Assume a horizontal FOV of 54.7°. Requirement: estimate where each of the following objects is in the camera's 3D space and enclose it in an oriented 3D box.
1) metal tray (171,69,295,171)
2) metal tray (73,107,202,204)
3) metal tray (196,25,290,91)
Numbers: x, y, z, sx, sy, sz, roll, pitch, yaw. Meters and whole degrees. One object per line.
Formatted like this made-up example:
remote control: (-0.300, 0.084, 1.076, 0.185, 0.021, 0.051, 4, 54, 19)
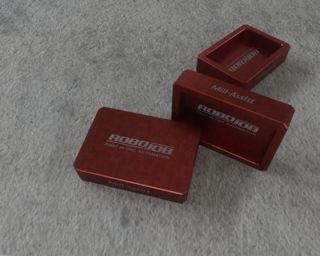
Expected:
metal tray: (0.078, -0.008, 0.368, 0.130, 0.089, 0.030, 23, 54, 18)
metal tray: (-0.023, 0.029, 0.368, 0.131, 0.030, 0.090, 12, 58, 9)
metal tray: (0.133, -0.112, 0.495, 0.090, 0.030, 0.131, 37, 59, 27)
